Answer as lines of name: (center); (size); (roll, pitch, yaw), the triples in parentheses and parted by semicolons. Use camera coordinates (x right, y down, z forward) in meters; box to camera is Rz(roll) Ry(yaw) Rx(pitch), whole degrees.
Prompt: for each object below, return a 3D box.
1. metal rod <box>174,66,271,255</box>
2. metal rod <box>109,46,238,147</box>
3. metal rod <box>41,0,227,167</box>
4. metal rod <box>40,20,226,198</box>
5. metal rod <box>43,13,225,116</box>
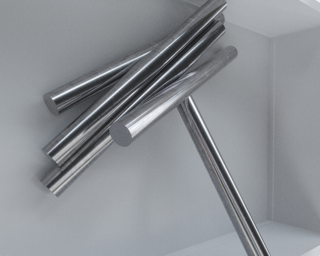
metal rod: (0.072, 0.052, 0.391); (0.025, 0.025, 0.299); (-15, 76, -39)
metal rod: (0.040, -0.058, 0.393); (0.302, 0.025, 0.025); (-40, 116, -49)
metal rod: (-0.014, -0.071, 0.365); (0.301, 0.025, 0.025); (-47, 119, -23)
metal rod: (-0.016, -0.038, 0.371); (0.301, 0.025, 0.025); (-46, 118, -22)
metal rod: (-0.010, -0.097, 0.399); (0.302, 0.025, 0.025); (-36, 113, -34)
